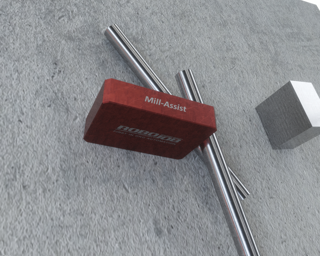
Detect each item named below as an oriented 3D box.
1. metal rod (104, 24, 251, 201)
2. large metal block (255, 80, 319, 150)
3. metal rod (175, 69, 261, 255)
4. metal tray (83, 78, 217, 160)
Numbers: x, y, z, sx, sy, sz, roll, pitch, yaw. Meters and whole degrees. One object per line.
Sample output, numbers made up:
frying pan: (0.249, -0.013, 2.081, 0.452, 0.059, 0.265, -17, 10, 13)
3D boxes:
metal rod: (0.019, -0.025, 0.431, 0.025, 0.025, 0.299, -31, 79, -38)
large metal block: (0.212, -0.019, 0.497, 0.050, 0.080, 0.080, 0, 62, -29)
metal rod: (0.077, 0.065, 0.384, 0.025, 0.025, 0.299, -9, 74, -33)
metal tray: (-0.013, -0.004, 0.359, 0.131, 0.090, 0.030, 13, 57, -22)
